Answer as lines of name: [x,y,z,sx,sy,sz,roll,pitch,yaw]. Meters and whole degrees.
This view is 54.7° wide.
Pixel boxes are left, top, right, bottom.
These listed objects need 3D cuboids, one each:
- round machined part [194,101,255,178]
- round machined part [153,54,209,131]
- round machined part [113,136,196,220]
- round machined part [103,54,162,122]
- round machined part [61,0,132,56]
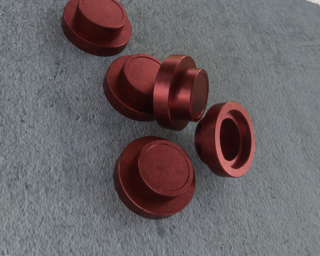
round machined part: [0.083,0.016,0.410,0.099,0.042,0.097,6,82,-45]
round machined part: [0.033,-0.044,0.399,0.042,0.098,0.098,10,47,25]
round machined part: [-0.001,0.052,0.360,0.099,0.042,0.098,14,56,-21]
round machined part: [-0.023,-0.061,0.417,0.099,0.042,0.098,14,56,-21]
round machined part: [-0.086,-0.153,0.440,0.099,0.042,0.098,14,56,-21]
